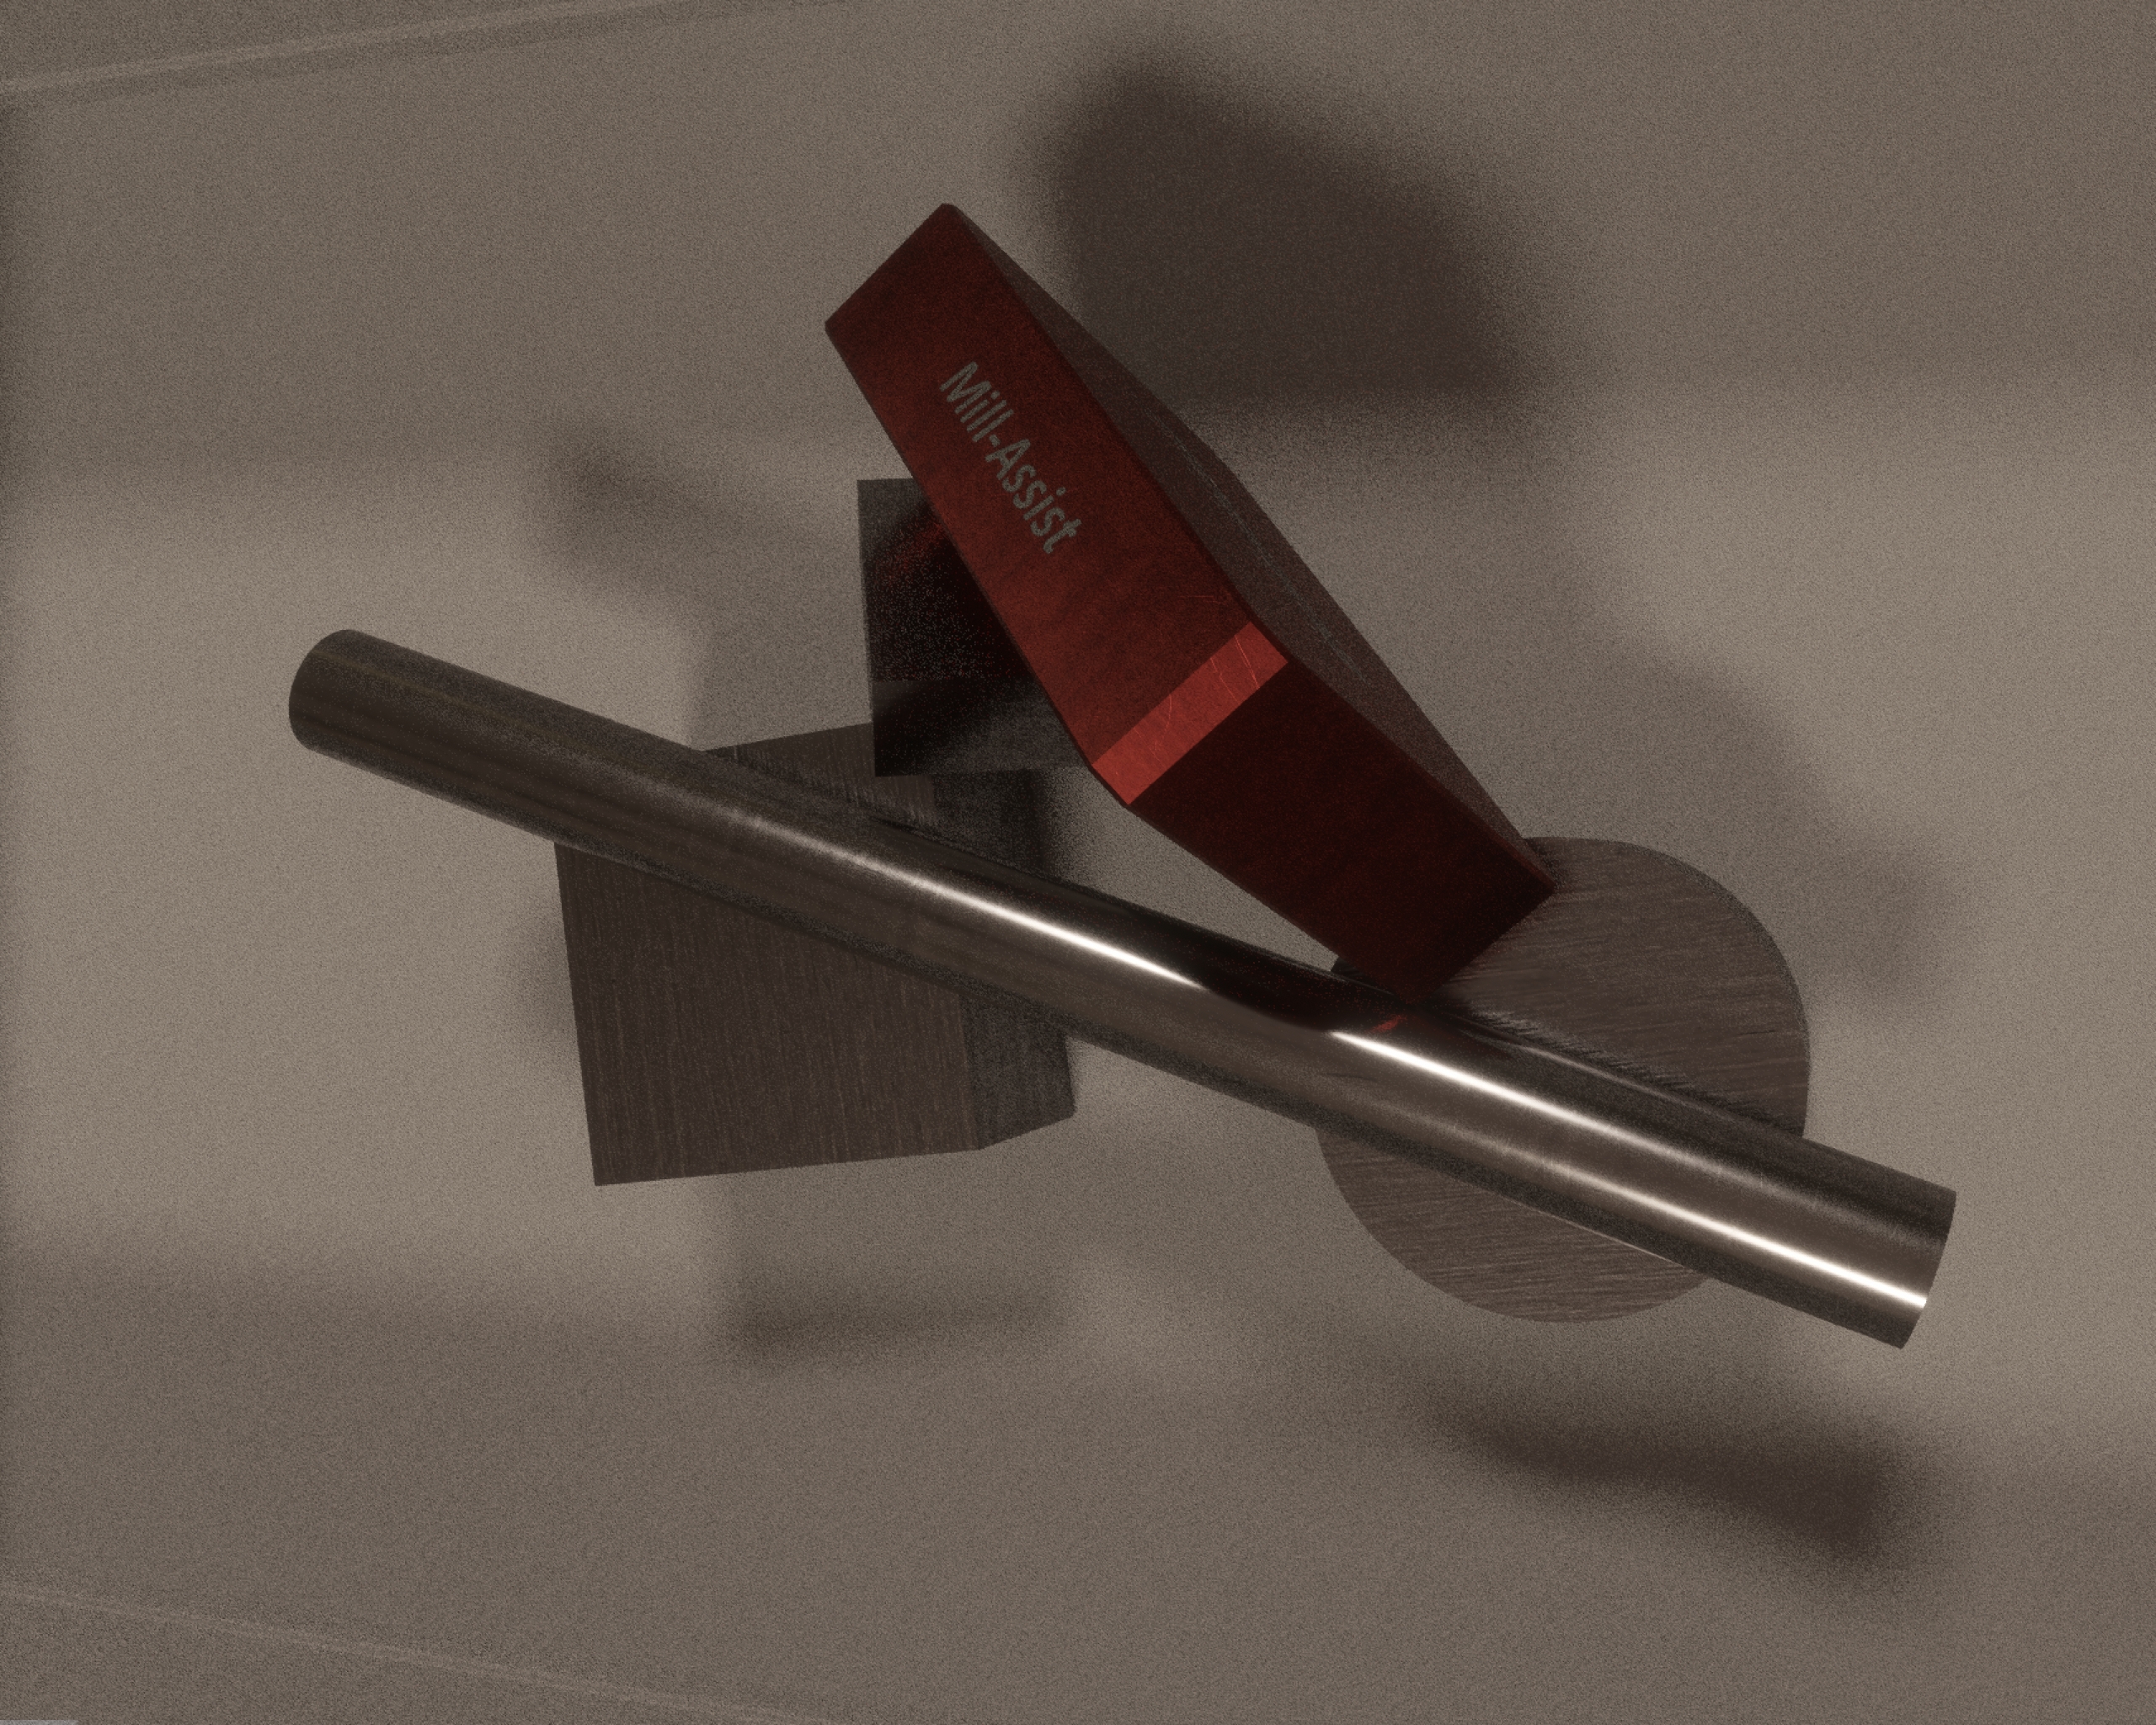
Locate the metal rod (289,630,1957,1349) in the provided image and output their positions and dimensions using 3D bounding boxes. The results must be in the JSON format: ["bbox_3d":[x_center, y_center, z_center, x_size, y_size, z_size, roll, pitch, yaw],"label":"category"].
[{"bbox_3d":[-0.009,0.014,0.357,0.301,0.025,0.025,19,96,18],"label":"metal rod"}]

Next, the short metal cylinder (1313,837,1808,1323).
[{"bbox_3d":[0.086,0.035,0.365,0.080,0.050,0.079,0,90,19],"label":"short metal cylinder"}]

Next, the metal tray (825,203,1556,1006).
[{"bbox_3d":[0.016,-0.044,0.342,0.030,0.090,0.130,-42,47,14],"label":"metal tray"}]

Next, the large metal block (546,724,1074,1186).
[{"bbox_3d":[-0.052,0.017,0.413,0.080,0.050,0.080,-8,87,19],"label":"large metal block"}]

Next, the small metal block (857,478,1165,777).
[{"bbox_3d":[-0.013,-0.044,0.377,0.050,0.025,0.050,-3,53,-7],"label":"small metal block"}]
